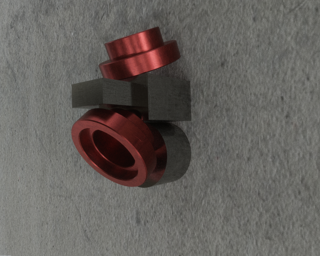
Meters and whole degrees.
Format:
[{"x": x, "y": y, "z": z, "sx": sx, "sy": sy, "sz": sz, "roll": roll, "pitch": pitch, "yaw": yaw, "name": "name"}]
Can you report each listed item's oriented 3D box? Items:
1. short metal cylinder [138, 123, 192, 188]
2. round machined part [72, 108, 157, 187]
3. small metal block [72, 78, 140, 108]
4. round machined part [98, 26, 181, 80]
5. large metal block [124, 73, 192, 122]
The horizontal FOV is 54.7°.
[{"x": -0.007, "y": 0.032, "z": 0.395, "sx": 0.080, "sy": 0.050, "sz": 0.079, "roll": 0, "pitch": 90, "yaw": 39, "name": "short metal cylinder"}, {"x": -0.046, "y": 0.017, "z": 0.345, "sx": 0.098, "sy": 0.042, "sz": 0.097, "roll": 21, "pitch": 139, "yaw": 20, "name": "round machined part"}, {"x": -0.058, "y": -0.035, "z": 0.331, "sx": 0.050, "sy": 0.050, "sz": 0.025, "roll": -3, "pitch": 88, "yaw": 40, "name": "small metal block"}, {"x": -0.028, "y": -0.092, "z": 0.375, "sx": 0.098, "sy": 0.099, "sz": 0.042, "roll": -3, "pitch": 113, "yaw": 39, "name": "round machined part"}, {"x": -0.018, "y": -0.032, "z": 0.382, "sx": 0.080, "sy": 0.081, "sz": 0.050, "roll": -2, "pitch": 89, "yaw": 39, "name": "large metal block"}]
